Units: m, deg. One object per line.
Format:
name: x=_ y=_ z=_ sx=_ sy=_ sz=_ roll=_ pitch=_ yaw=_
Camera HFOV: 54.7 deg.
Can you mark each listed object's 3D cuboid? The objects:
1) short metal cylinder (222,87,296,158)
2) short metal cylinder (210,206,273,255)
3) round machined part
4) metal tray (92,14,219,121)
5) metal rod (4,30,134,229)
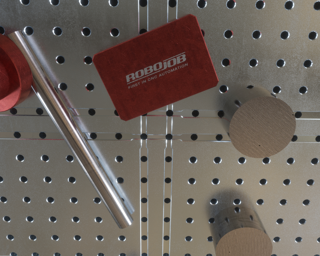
short metal cylinder: x=0.124 y=-0.008 z=0.398 sx=0.081 sy=0.050 sz=0.079 roll=0 pitch=110 yaw=0
short metal cylinder: x=0.119 y=0.165 z=0.462 sx=0.081 sy=0.050 sz=0.079 roll=0 pitch=110 yaw=0
round machined part: x=-0.208 y=-0.063 z=0.365 sx=0.098 sy=0.042 sz=0.097 roll=7 pitch=119 yaw=14
metal tray: x=-0.004 y=-0.073 z=0.383 sx=0.130 sy=0.030 sz=0.090 roll=-21 pitch=109 yaw=7
metal rod: x=-0.114 y=0.015 z=0.417 sx=0.025 sy=0.025 sz=0.299 roll=-24 pitch=109 yaw=8
